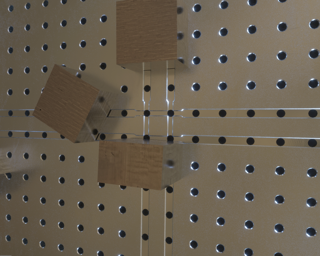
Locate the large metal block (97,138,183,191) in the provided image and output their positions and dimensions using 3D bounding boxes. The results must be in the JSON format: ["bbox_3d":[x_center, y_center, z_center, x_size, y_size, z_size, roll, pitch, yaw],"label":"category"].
[{"bbox_3d":[-0.021,0.042,0.391,0.080,0.080,0.050,3,91,20],"label":"large metal block"}]

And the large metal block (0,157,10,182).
[{"bbox_3d":[-0.307,0.080,0.493,0.080,0.080,0.050,-41,77,15],"label":"large metal block"}]

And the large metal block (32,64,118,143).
[{"bbox_3d":[-0.121,-0.034,0.443,0.080,0.050,0.080,31,100,17],"label":"large metal block"}]

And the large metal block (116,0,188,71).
[{"bbox_3d":[-0.009,-0.121,0.403,0.080,0.050,0.080,0,90,20],"label":"large metal block"}]
